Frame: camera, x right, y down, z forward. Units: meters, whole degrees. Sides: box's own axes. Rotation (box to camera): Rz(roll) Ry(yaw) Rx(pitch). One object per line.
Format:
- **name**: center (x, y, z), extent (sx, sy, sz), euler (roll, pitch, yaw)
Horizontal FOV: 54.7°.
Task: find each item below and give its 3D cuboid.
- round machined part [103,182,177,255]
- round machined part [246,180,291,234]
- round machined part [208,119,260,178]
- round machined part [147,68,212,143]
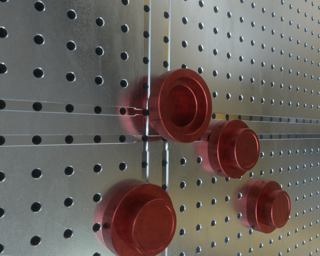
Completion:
- **round machined part**: center (-0.018, 0.118, 0.385), extent (0.099, 0.042, 0.097), euler (0, 90, -40)
- **round machined part**: center (0.207, 0.147, 0.576), extent (0.099, 0.042, 0.097), euler (0, 90, -40)
- **round machined part**: center (0.127, 0.034, 0.507), extent (0.099, 0.042, 0.097), euler (0, 90, -40)
- **round machined part**: center (0.022, -0.029, 0.419), extent (0.099, 0.042, 0.097), euler (0, 90, -40)
